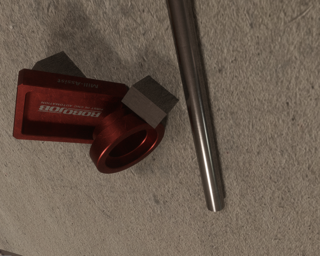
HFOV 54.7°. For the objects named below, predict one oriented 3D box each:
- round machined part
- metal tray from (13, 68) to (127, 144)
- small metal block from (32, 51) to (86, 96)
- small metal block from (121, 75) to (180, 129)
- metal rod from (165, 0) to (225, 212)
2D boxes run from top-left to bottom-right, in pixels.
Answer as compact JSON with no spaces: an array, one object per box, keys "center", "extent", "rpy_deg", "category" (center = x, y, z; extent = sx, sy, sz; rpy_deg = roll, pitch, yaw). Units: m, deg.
[{"center":[-0.046,0.012,0.397],"extent":[0.042,0.099,0.097],"rpy_deg":[53,133,24],"category":"round machined part"},{"center":[-0.113,-0.022,0.397],"extent":[0.131,0.030,0.089],"rpy_deg":[6,133,-25],"category":"metal tray"},{"center":[-0.135,-0.070,0.416],"extent":[0.050,0.050,0.025],"rpy_deg":[49,128,-7],"category":"small metal block"},{"center":[-0.010,-0.033,0.372],"extent":[0.050,0.050,0.025],"rpy_deg":[40,120,1],"category":"small metal block"},{"center":[0.045,-0.023,0.367],"extent":[0.025,0.025,0.298],"rpy_deg":[0,119,28],"category":"metal rod"}]
